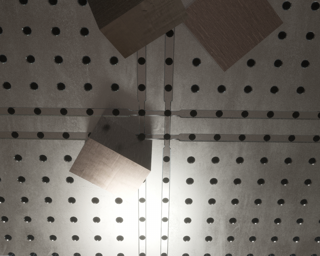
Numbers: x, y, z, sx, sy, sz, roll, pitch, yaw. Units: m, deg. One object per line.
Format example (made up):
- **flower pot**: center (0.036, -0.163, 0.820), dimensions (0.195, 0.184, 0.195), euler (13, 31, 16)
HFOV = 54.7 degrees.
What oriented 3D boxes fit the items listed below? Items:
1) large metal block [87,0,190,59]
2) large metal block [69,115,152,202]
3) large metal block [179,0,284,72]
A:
- **large metal block**: center (-0.028, -0.135, 0.327), dimensions (0.080, 0.080, 0.050), euler (-30, 150, 10)
- **large metal block**: center (-0.058, 0.036, 0.397), dimensions (0.080, 0.080, 0.050), euler (30, 107, -11)
- **large metal block**: center (0.076, -0.125, 0.355), dimensions (0.080, 0.050, 0.080), euler (-40, 106, 13)
